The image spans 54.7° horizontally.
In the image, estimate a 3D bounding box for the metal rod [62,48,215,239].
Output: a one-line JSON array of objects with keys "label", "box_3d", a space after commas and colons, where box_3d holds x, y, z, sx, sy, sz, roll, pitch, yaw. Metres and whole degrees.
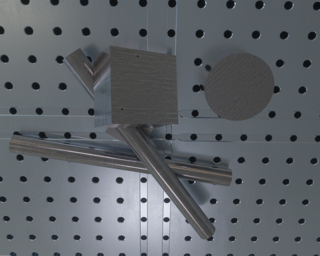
[{"label": "metal rod", "box_3d": [-0.017, 0.032, 0.397, 0.025, 0.025, 0.299, -33, 106, 11]}]

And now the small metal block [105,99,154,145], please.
[{"label": "small metal block", "box_3d": [-0.037, -0.006, 0.411, 0.050, 0.025, 0.050, 31, 107, -11]}]

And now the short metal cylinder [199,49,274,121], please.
[{"label": "short metal cylinder", "box_3d": [0.092, -0.055, 0.381, 0.081, 0.050, 0.079, 0, 110, 0]}]

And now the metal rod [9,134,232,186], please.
[{"label": "metal rod", "box_3d": [-0.050, 0.046, 0.429, 0.302, 0.025, 0.025, 9, 110, -4]}]

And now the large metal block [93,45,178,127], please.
[{"label": "large metal block", "box_3d": [-0.028, -0.042, 0.352, 0.081, 0.050, 0.080, 0, 86, -32]}]
